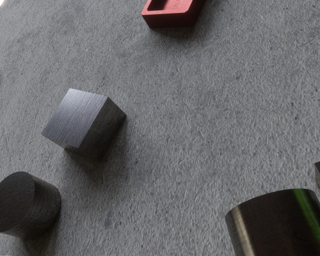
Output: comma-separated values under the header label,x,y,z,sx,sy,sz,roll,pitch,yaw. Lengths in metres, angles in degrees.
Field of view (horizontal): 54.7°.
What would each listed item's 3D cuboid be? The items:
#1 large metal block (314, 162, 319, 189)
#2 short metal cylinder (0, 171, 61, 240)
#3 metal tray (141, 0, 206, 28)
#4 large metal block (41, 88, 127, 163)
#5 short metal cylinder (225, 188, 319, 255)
label,x,y,z,sx,sy,sz,roll,pitch,yaw
large metal block,0.187,0.059,0.254,0.080,0.050,0.080,-23,53,14
short metal cylinder,-0.183,0.105,0.419,0.080,0.050,0.080,-13,56,21
metal tray,0.034,-0.229,0.523,0.090,0.030,0.130,10,67,32
large metal block,-0.109,-0.005,0.448,0.080,0.050,0.080,15,69,34
short metal cylinder,0.101,0.091,0.260,0.080,0.080,0.050,-22,54,15
